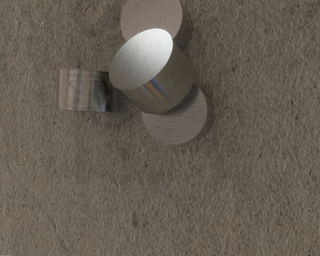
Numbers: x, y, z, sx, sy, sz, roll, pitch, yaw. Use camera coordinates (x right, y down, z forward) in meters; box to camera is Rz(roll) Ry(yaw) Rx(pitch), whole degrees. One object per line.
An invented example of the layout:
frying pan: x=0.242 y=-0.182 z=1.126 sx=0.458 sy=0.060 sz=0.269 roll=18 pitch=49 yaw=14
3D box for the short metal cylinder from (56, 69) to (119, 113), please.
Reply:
short metal cylinder: x=-0.095 y=-0.047 z=0.413 sx=0.080 sy=0.080 sz=0.050 roll=3 pitch=91 yaw=20

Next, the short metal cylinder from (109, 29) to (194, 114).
short metal cylinder: x=-0.009 y=-0.062 z=0.345 sx=0.080 sy=0.050 sz=0.080 roll=-17 pitch=53 yaw=25

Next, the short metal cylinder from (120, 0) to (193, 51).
short metal cylinder: x=-0.003 y=-0.132 z=0.397 sx=0.080 sy=0.050 sz=0.080 roll=0 pitch=90 yaw=20

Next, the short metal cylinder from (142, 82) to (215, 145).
short metal cylinder: x=0.024 y=-0.020 z=0.387 sx=0.080 sy=0.050 sz=0.080 roll=0 pitch=90 yaw=20
